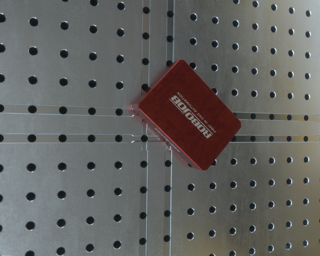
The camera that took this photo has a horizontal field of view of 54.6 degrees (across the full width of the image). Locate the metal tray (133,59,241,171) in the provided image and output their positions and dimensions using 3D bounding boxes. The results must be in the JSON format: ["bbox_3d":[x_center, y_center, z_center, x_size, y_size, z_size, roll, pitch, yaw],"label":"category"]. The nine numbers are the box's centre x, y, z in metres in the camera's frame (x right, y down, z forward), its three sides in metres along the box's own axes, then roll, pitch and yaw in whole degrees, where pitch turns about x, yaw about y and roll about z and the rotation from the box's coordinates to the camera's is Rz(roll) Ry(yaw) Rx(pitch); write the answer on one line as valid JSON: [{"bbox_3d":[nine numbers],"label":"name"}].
[{"bbox_3d":[0.039,-0.016,0.424,0.130,0.030,0.090,45,76,-15],"label":"metal tray"}]
